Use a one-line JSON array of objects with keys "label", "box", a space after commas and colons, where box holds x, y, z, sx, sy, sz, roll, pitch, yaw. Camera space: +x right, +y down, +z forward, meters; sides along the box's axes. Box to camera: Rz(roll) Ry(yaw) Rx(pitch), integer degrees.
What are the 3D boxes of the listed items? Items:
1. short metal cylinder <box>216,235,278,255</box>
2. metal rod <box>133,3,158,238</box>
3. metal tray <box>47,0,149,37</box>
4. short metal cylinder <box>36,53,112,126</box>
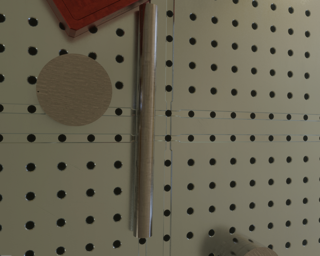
[{"label": "short metal cylinder", "box": [0.127, 0.203, 0.446, 0.081, 0.050, 0.080, 0, 90, -20]}, {"label": "metal rod", "box": [-0.019, -0.010, 0.405, 0.025, 0.025, 0.298, 2, 90, -20]}, {"label": "metal tray", "box": [-0.076, -0.182, 0.381, 0.131, 0.030, 0.090, -33, 101, -17]}, {"label": "short metal cylinder", "box": [-0.101, -0.042, 0.362, 0.081, 0.050, 0.080, 0, 90, -20]}]
